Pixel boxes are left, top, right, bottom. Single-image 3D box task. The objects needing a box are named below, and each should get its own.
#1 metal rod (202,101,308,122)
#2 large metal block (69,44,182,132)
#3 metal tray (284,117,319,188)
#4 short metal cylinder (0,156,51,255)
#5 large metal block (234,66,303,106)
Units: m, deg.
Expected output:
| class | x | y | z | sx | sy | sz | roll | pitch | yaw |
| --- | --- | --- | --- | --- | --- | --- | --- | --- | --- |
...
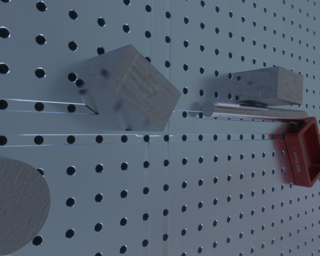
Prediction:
| class | x | y | z | sx | sy | sz | roll | pitch | yaw |
| --- | --- | --- | --- | --- | --- | --- | --- | --- | --- |
| metal rod | 0.188 | -0.027 | 0.566 | 0.302 | 0.025 | 0.025 | 1 | 90 | -40 |
| large metal block | -0.038 | -0.039 | 0.341 | 0.080 | 0.080 | 0.050 | 40 | 66 | -33 |
| metal tray | 0.316 | 0.051 | 0.670 | 0.091 | 0.030 | 0.129 | -32 | 110 | -35 |
| short metal cylinder | -0.145 | 0.065 | 0.271 | 0.081 | 0.050 | 0.080 | 0 | 90 | -40 |
| large metal block | 0.185 | -0.067 | 0.528 | 0.081 | 0.080 | 0.050 | 5 | 87 | -40 |
